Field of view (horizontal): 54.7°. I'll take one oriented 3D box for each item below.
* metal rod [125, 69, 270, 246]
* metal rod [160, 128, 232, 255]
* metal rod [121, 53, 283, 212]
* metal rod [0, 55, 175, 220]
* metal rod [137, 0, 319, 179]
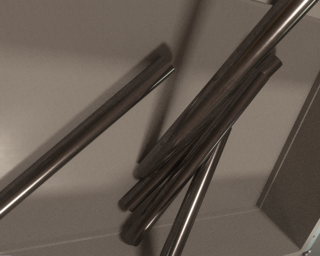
[{"bbox_3d":[0.045,0.047,0.430,0.025,0.025,0.299,28,104,-38],"label":"metal rod"},{"bbox_3d":[0.033,0.125,0.418,0.025,0.025,0.300,42,66,-39],"label":"metal rod"},{"bbox_3d":[0.058,0.008,0.447,0.300,0.025,0.025,-45,130,3],"label":"metal rod"},{"bbox_3d":[-0.104,0.021,0.365,0.300,0.025,0.025,-40,130,-1],"label":"metal rod"},{"bbox_3d":[0.047,-0.025,0.338,0.025,0.025,0.298,5,142,-31],"label":"metal rod"}]
